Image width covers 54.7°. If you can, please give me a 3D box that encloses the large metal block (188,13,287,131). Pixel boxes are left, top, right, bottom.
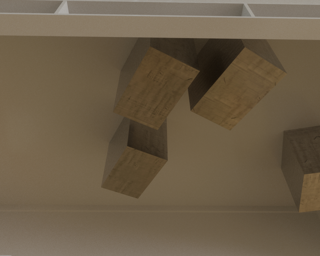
[{"bbox_3d":[0.073,-0.059,0.323,0.050,0.080,0.080,25,126,-20],"label":"large metal block"}]

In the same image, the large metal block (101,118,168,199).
[{"bbox_3d":[-0.032,0.029,0.398,0.050,0.080,0.080,22,127,-18],"label":"large metal block"}]

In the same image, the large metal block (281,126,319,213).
[{"bbox_3d":[0.205,0.055,0.422,0.050,0.080,0.080,-9,130,7],"label":"large metal block"}]

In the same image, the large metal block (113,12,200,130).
[{"bbox_3d":[-0.005,-0.059,0.322,0.050,0.080,0.080,23,127,-18],"label":"large metal block"}]
